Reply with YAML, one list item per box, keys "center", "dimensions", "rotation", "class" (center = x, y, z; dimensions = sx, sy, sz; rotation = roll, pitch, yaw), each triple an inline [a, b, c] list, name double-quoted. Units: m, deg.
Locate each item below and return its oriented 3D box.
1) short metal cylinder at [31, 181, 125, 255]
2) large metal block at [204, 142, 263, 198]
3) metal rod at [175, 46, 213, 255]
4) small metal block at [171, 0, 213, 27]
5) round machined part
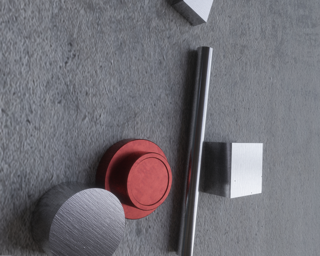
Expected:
- center: [-0.084, 0.098, 0.320]
  dimensions: [0.081, 0.050, 0.079]
  rotation: [0, 91, -40]
  class: "short metal cylinder"
- center: [0.117, 0.063, 0.490]
  dimensions: [0.081, 0.050, 0.079]
  rotation: [3, 88, -40]
  class: "large metal block"
- center: [0.051, 0.030, 0.449]
  dimensions: [0.025, 0.025, 0.298]
  rotation: [11, 83, -40]
  class: "metal rod"
- center: [0.049, -0.185, 0.447]
  dimensions: [0.050, 0.025, 0.050]
  rotation: [29, 72, -37]
  class: "small metal block"
- center: [-0.024, 0.062, 0.376]
  dimensions: [0.099, 0.042, 0.097]
  rotation: [0, 90, -40]
  class: "round machined part"
